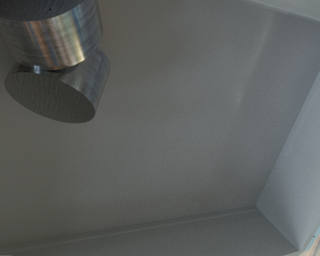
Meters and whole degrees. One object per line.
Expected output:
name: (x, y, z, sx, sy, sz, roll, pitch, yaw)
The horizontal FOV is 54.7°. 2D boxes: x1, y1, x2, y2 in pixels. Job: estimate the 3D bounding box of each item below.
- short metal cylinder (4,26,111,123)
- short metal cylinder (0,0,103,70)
short metal cylinder: (-0.092, -0.046, 0.287, 0.080, 0.080, 0.050, 37, 54, -39)
short metal cylinder: (-0.088, -0.092, 0.238, 0.081, 0.080, 0.050, -24, 156, -14)
